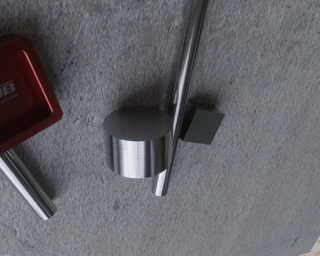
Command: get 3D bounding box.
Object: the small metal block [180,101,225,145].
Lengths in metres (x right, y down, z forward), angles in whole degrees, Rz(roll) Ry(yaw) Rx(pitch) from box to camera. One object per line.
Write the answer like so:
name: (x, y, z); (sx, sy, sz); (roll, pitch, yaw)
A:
small metal block: (0.056, -0.006, 0.435); (0.050, 0.025, 0.050); (8, 114, -33)

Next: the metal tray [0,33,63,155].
metal tray: (-0.163, -0.018, 0.274); (0.131, 0.030, 0.089); (-37, 131, -31)

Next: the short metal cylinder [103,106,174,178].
short metal cylinder: (-0.025, 0.015, 0.368); (0.081, 0.080, 0.050); (-12, 124, -22)

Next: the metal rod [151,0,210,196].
metal rod: (0.023, -0.036, 0.398); (0.025, 0.025, 0.298); (-4, 121, -27)

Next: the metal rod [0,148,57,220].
metal rod: (-0.180, -0.006, 0.304); (0.025, 0.025, 0.299); (-27, 128, -12)
